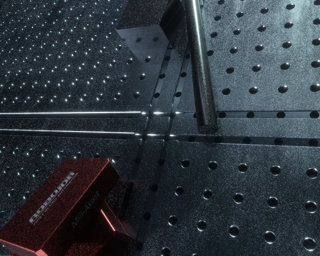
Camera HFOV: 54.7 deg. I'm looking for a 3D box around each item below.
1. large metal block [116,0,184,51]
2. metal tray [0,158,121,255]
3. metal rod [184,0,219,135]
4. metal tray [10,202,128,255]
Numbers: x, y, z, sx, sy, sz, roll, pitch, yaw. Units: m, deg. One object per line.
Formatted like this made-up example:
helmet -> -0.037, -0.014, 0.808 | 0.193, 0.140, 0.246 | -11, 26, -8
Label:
large metal block -> -0.014, -0.177, 0.508 | 0.080, 0.050, 0.080 | 4, 63, 30
metal tray -> -0.118, 0.092, 0.372 | 0.090, 0.030, 0.130 | -3, 38, 38
metal rod -> 0.055, -0.125, 0.455 | 0.025, 0.025, 0.299 | -15, 56, 20
metal tray -> -0.113, 0.145, 0.376 | 0.130, 0.030, 0.090 | -44, 51, -3
